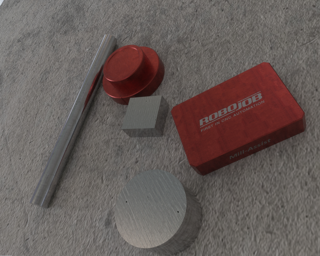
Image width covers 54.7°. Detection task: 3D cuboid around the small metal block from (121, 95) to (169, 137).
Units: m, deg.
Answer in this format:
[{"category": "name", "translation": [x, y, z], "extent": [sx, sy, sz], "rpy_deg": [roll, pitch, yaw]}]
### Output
[{"category": "small metal block", "translation": [-0.019, -0.015, 0.423], "extent": [0.050, 0.025, 0.050], "rpy_deg": [-2, 61, 27]}]

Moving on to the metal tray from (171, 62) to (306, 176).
[{"category": "metal tray", "translation": [0.086, -0.011, 0.363], "extent": [0.130, 0.030, 0.090], "rpy_deg": [-26, 53, 11]}]

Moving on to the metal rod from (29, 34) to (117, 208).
[{"category": "metal rod", "translation": [-0.127, -0.025, 0.485], "extent": [0.025, 0.025, 0.300], "rpy_deg": [3, 63, 29]}]

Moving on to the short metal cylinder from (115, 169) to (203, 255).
[{"category": "short metal cylinder", "translation": [0.000, 0.091, 0.332], "extent": [0.080, 0.050, 0.080], "rpy_deg": [-13, 56, 21]}]

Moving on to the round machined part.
[{"category": "round machined part", "translation": [-0.046, -0.087, 0.471], "extent": [0.098, 0.042, 0.098], "rpy_deg": [-13, 56, 21]}]
